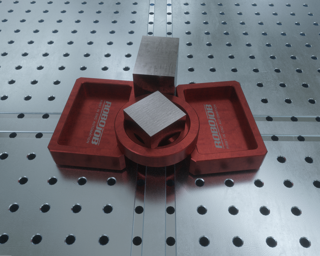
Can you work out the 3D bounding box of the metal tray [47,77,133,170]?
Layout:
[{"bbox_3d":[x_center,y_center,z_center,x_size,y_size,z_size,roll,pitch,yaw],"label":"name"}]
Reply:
[{"bbox_3d":[-0.080,-0.011,0.407,0.091,0.030,0.130,5,50,4],"label":"metal tray"}]

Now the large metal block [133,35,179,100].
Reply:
[{"bbox_3d":[-0.003,-0.068,0.424,0.050,0.080,0.080,5,50,4],"label":"large metal block"}]

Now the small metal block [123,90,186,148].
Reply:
[{"bbox_3d":[-0.006,-0.010,0.356,0.050,0.025,0.050,-32,57,-24],"label":"small metal block"}]

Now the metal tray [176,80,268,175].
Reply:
[{"bbox_3d":[0.073,-0.005,0.404,0.091,0.030,0.130,-5,50,-4],"label":"metal tray"}]

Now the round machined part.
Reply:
[{"bbox_3d":[-0.003,0.006,0.374,0.099,0.042,0.098,0,50,0],"label":"round machined part"}]
